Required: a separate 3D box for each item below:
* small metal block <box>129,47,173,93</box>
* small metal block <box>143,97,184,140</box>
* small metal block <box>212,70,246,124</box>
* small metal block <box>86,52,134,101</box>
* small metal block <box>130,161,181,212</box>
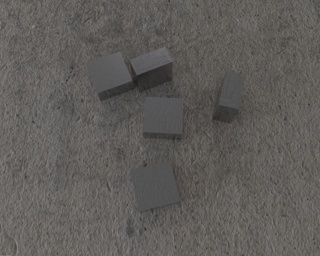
[{"bbox_3d":[-0.011,-0.078,0.423,0.050,0.050,0.025,-23,72,-8],"label":"small metal block"},{"bbox_3d":[0.005,-0.013,0.413,0.050,0.025,0.050,3,70,1],"label":"small metal block"},{"bbox_3d":[0.091,-0.040,0.410,0.025,0.050,0.050,14,71,5],"label":"small metal block"},{"bbox_3d":[-0.070,-0.072,0.434,0.050,0.025,0.050,-21,72,-8],"label":"small metal block"},{"bbox_3d":[-0.006,0.073,0.381,0.050,0.025,0.050,-13,71,-5],"label":"small metal block"}]
